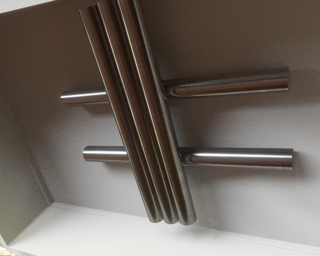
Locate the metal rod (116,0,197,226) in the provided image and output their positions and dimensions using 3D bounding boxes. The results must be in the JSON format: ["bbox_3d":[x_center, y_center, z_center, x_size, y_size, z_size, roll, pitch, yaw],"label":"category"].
[{"bbox_3d":[0.003,-0.004,0.369,0.025,0.025,0.298,-1,118,29],"label":"metal rod"}]

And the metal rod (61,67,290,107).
[{"bbox_3d":[-0.003,-0.046,0.381,0.300,0.025,0.025,-1,118,28],"label":"metal rod"}]

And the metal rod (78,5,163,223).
[{"bbox_3d":[-0.040,0.000,0.395,0.025,0.025,0.298,-1,118,29],"label":"metal rod"}]

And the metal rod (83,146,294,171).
[{"bbox_3d":[0.018,0.038,0.421,0.300,0.025,0.025,-1,118,28],"label":"metal rod"}]

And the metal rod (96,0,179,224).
[{"bbox_3d":[-0.018,-0.002,0.382,0.025,0.025,0.298,-1,118,29],"label":"metal rod"}]
